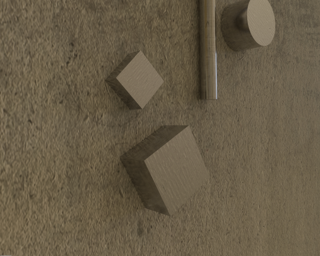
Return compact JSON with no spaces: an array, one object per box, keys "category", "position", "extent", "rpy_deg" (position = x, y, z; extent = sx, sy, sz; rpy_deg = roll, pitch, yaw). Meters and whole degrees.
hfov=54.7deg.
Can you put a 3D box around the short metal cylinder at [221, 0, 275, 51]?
[{"category":"short metal cylinder","position":[0.146,-0.171,0.510],"extent":[0.081,0.050,0.079],"rpy_deg":[0,90,-40]}]

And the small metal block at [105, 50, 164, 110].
[{"category":"small metal block","position":[-0.030,-0.058,0.379],"extent":[0.050,0.025,0.050],"rpy_deg":[50,60,-28]}]

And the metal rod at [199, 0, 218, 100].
[{"category":"metal rod","position":[0.071,-0.192,0.463],"extent":[0.025,0.025,0.298],"rpy_deg":[-2,91,-40]}]

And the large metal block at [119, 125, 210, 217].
[{"category":"large metal block","position":[0.008,0.051,0.396],"extent":[0.080,0.050,0.080],"rpy_deg":[-37,113,-34]}]
